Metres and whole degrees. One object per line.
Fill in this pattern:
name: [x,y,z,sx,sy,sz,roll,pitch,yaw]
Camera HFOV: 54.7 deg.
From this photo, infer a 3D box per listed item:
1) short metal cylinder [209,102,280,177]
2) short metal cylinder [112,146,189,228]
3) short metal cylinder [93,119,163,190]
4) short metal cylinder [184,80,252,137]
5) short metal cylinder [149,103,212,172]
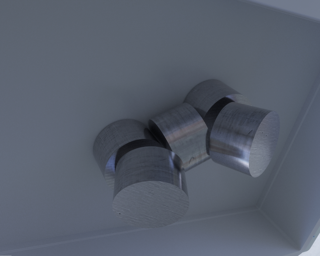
short metal cylinder: [0.103,0.013,0.372,0.081,0.050,0.079,-24,123,-44]
short metal cylinder: [-0.010,0.067,0.344,0.081,0.050,0.079,-2,129,-2]
short metal cylinder: [-0.038,0.036,0.393,0.081,0.050,0.079,-14,125,-21]
short metal cylinder: [0.077,-0.019,0.423,0.081,0.050,0.079,-14,125,-21]
short metal cylinder: [0.026,0.014,0.396,0.050,0.080,0.080,-27,128,-12]
